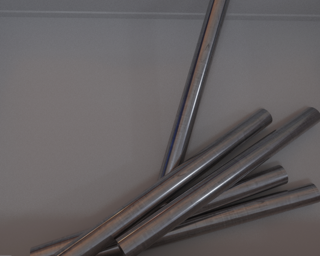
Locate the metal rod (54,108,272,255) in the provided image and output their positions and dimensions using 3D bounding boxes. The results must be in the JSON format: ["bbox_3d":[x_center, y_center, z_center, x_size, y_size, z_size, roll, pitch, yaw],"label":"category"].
[{"bbox_3d":[0.023,0.058,0.357,0.302,0.025,0.025,-32,73,-23],"label":"metal rod"}]

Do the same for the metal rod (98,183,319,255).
[{"bbox_3d":[0.044,0.115,0.367,0.302,0.025,0.025,-14,71,-5],"label":"metal rod"}]

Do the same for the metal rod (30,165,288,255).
[{"bbox_3d":[0.010,0.098,0.356,0.302,0.025,0.025,-16,71,-12],"label":"metal rod"}]

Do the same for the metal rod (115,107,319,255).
[{"bbox_3d":[0.084,0.051,0.361,0.302,0.025,0.025,-29,72,-22],"label":"metal rod"}]

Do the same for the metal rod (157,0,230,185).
[{"bbox_3d":[0.044,-0.052,0.388,0.025,0.025,0.299,16,86,6],"label":"metal rod"}]
